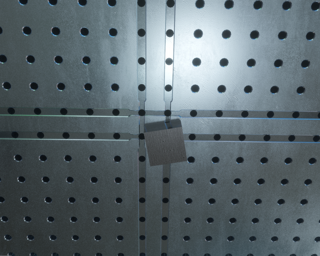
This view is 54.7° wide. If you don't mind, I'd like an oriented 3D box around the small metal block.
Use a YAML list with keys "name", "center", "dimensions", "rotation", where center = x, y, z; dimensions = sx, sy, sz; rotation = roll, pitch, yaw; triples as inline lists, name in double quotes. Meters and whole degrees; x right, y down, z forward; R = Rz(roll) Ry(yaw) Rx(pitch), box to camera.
- name: "small metal block"
  center: [0.008, 0.021, 0.421]
  dimensions: [0.050, 0.025, 0.050]
  rotation: [-9, 110, 3]
